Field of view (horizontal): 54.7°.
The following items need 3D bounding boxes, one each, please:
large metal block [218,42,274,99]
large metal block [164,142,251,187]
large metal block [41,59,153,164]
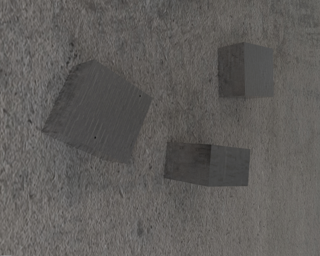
[{"bbox_3d":[0.141,-0.090,0.506,0.081,0.050,0.079,-3,92,-40],"label":"large metal block"},{"bbox_3d":[0.064,0.049,0.422,0.081,0.080,0.050,9,85,-40],"label":"large metal block"},{"bbox_3d":[-0.065,-0.015,0.333,0.080,0.050,0.080,31,71,-36],"label":"large metal block"}]
